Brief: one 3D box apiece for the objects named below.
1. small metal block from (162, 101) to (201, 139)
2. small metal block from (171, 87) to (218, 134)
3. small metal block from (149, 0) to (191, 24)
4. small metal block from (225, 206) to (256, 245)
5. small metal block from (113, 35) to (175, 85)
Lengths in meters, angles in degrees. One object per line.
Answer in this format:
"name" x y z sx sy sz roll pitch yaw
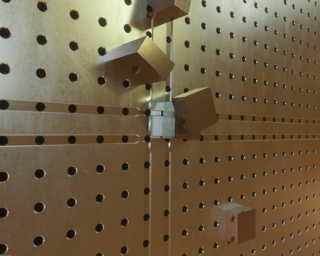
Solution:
"small metal block" 0.031 -0.010 0.434 0.050 0.025 0.050 3 88 -40
"small metal block" 0.048 -0.024 0.415 0.050 0.025 0.050 -24 105 -37
"small metal block" 0.015 -0.170 0.404 0.025 0.050 0.050 18 79 -39
"small metal block" 0.136 0.162 0.522 0.050 0.025 0.050 1 90 -40
"small metal block" -0.019 -0.080 0.375 0.050 0.050 0.025 40 66 -33
